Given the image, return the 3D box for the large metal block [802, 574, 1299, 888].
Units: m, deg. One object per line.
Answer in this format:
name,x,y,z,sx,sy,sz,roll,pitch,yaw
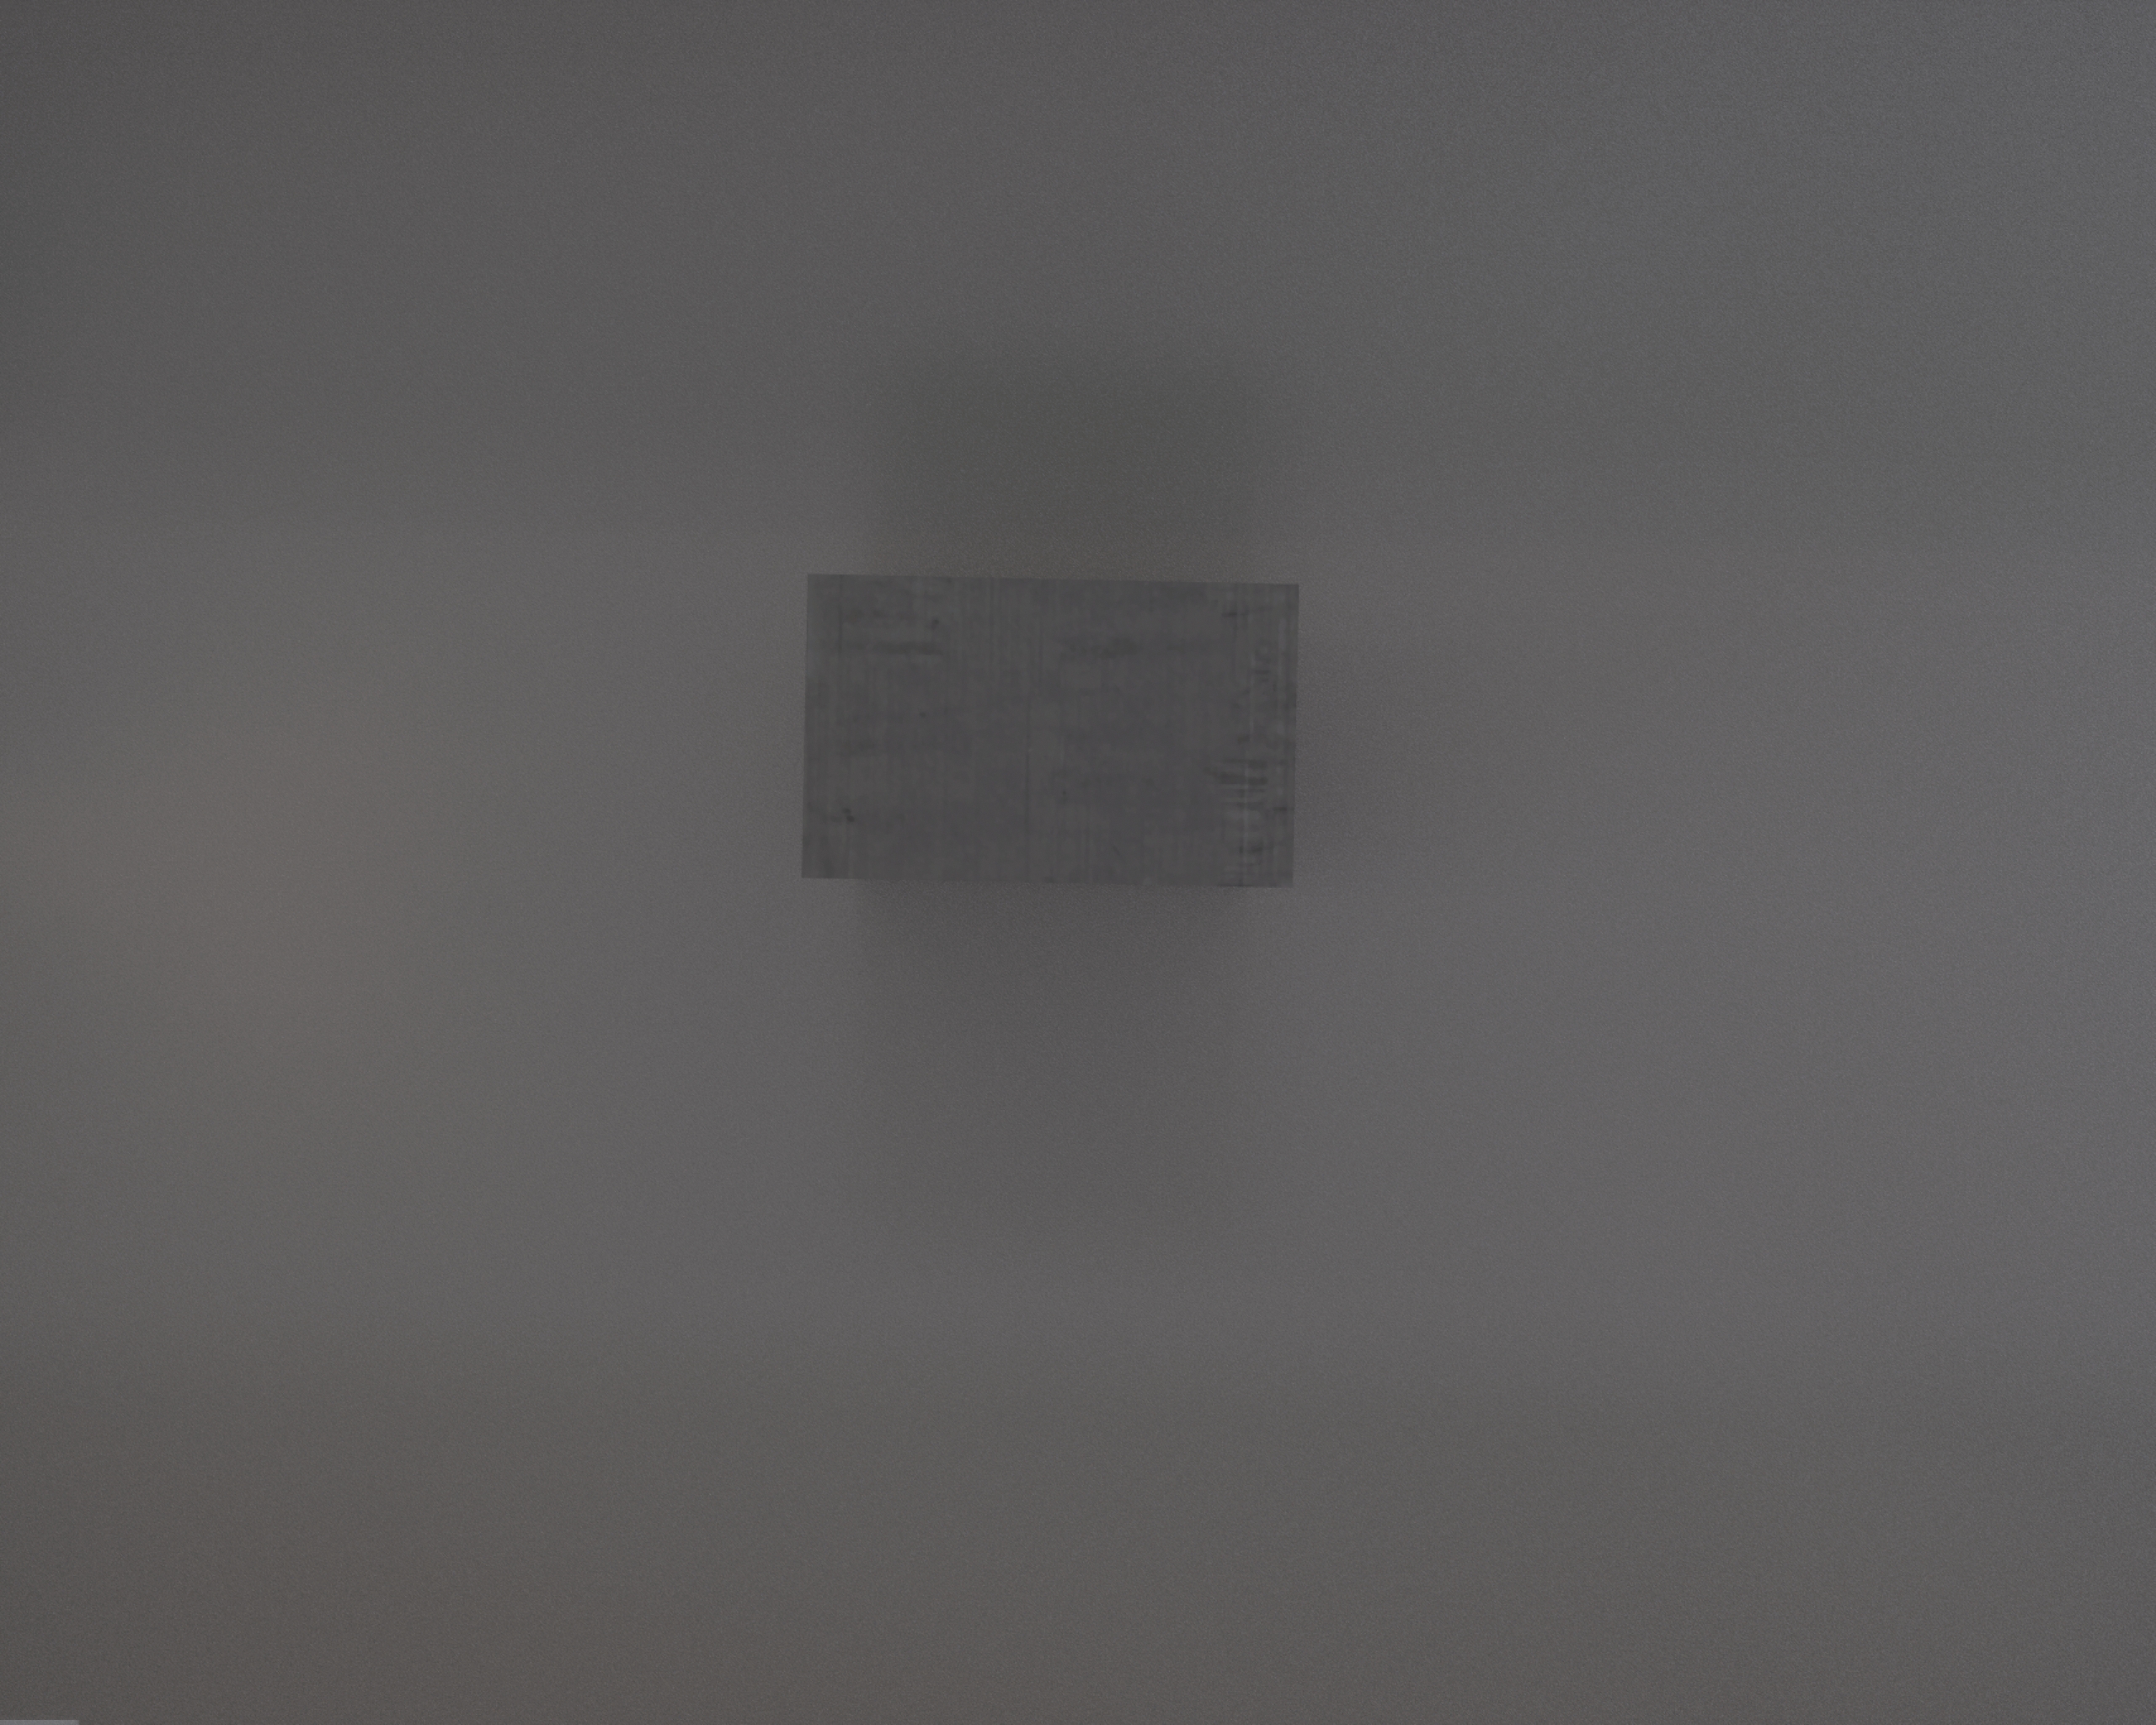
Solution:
large metal block,-0.005,-0.022,0.382,0.080,0.080,0.050,1,90,0
